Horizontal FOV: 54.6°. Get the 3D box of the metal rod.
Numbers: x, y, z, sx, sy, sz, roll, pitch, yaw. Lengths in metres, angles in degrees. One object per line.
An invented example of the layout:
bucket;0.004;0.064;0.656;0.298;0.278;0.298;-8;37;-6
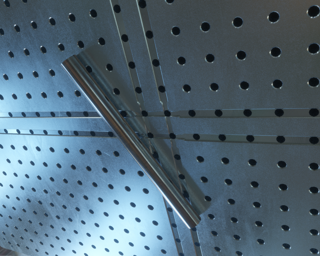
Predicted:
metal rod;-0.036;0.026;0.446;0.025;0.025;0.300;-29;103;37
